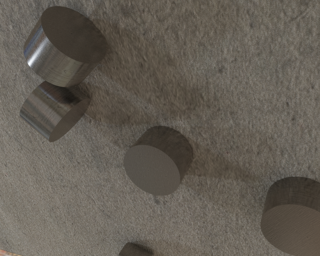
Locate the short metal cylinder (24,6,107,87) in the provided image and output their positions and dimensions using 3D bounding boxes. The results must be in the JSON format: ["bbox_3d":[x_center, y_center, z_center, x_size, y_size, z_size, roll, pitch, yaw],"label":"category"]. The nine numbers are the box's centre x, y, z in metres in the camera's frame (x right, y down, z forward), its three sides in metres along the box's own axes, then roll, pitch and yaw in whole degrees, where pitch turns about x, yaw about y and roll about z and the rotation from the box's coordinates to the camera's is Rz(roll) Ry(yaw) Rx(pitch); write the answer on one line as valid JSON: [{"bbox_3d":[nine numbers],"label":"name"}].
[{"bbox_3d":[-0.112,-0.096,0.369,0.080,0.080,0.050,49,128,-7],"label":"short metal cylinder"}]

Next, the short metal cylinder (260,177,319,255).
[{"bbox_3d":[0.165,0.105,0.368,0.080,0.050,0.079,13,124,20],"label":"short metal cylinder"}]

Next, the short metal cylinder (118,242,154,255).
[{"bbox_3d":[-0.052,0.253,0.554,0.050,0.080,0.079,23,127,14],"label":"short metal cylinder"}]

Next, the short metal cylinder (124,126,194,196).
[{"bbox_3d":[-0.001,0.044,0.417,0.080,0.050,0.079,13,124,20],"label":"short metal cylinder"}]

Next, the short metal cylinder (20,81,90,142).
[{"bbox_3d":[-0.143,-0.027,0.428,0.050,0.080,0.080,40,129,0],"label":"short metal cylinder"}]
